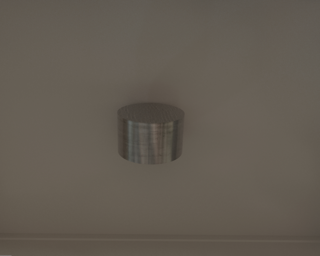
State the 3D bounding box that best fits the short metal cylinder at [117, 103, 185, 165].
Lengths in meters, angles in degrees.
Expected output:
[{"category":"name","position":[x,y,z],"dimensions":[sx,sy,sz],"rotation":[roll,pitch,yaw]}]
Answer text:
[{"category":"short metal cylinder","position":[-0.011,0.004,0.380],"dimensions":[0.080,0.080,0.050],"rotation":[2,110,-1]}]
